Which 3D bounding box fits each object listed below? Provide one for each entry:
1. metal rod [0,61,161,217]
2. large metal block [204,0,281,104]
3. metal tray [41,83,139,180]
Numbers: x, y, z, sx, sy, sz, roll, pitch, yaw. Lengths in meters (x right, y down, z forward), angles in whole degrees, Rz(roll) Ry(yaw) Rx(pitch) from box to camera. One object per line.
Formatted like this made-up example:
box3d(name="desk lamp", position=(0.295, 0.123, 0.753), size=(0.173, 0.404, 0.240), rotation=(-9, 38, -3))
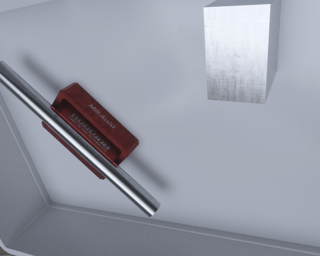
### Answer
box3d(name="metal rod", position=(-0.118, 0.017, 0.439), size=(0.300, 0.025, 0.025), rotation=(43, 129, -2))
box3d(name="large metal block", position=(0.078, -0.077, 0.284), size=(0.050, 0.080, 0.079), rotation=(7, 122, 24))
box3d(name="metal tray", position=(-0.106, 0.008, 0.463), size=(0.130, 0.030, 0.090), rotation=(43, 129, -3))
